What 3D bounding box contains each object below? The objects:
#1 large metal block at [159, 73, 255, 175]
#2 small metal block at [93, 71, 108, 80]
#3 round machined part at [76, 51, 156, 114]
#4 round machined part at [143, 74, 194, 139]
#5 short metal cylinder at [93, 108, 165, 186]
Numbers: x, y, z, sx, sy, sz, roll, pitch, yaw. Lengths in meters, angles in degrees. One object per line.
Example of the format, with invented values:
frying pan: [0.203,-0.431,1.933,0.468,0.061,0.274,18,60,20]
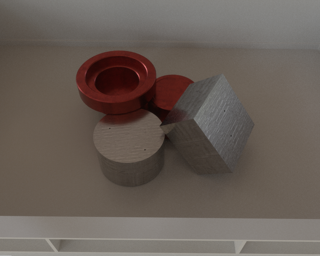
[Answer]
large metal block: [0.058,-0.003,0.362,0.050,0.080,0.080,-13,33,46]
small metal block: [-0.082,-0.067,0.441,0.025,0.050,0.050,37,59,26]
round machined part: [-0.054,-0.053,0.398,0.099,0.042,0.098,0,50,0]
round machined part: [0.018,-0.035,0.419,0.099,0.042,0.098,0,50,0]
short metal cylinder: [-0.035,0.022,0.368,0.081,0.050,0.080,0,50,0]
